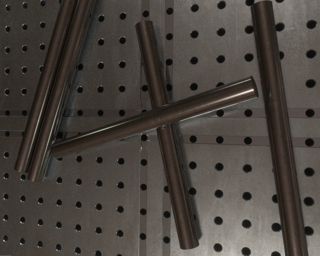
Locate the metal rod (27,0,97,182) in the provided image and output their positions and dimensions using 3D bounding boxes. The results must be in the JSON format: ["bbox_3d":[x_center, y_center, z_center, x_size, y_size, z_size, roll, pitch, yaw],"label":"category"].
[{"bbox_3d":[-0.146,-0.062,0.462,0.025,0.025,0.298,20,97,18],"label":"metal rod"}]

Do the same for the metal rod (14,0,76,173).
[{"bbox_3d":[-0.169,-0.075,0.470,0.025,0.025,0.298,21,97,18],"label":"metal rod"}]

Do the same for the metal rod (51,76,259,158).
[{"bbox_3d":[-0.027,-0.005,0.397,0.300,0.025,0.025,-17,85,27],"label":"metal rod"}]

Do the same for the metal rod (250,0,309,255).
[{"bbox_3d":[0.139,0.001,0.363,0.025,0.025,0.298,-8,87,19],"label":"metal rod"}]

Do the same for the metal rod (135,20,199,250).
[{"bbox_3d":[0.009,0.006,0.408,0.025,0.025,0.298,-13,86,19],"label":"metal rod"}]
